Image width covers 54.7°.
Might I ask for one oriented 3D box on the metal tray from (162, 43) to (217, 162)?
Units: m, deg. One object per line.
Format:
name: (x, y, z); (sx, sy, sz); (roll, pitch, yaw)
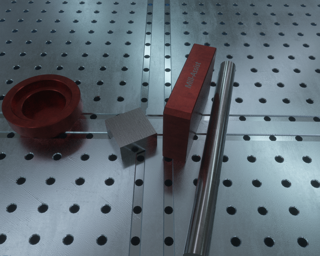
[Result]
metal tray: (0.038, -0.034, 0.394); (0.030, 0.089, 0.130); (15, 52, 12)

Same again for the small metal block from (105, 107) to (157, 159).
small metal block: (-0.037, 0.006, 0.402); (0.050, 0.025, 0.050); (-22, 54, -18)

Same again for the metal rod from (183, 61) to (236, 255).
metal rod: (0.071, 0.015, 0.395); (0.025, 0.025, 0.300); (11, 51, 9)

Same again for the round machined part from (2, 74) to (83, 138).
round machined part: (-0.153, -0.025, 0.415); (0.099, 0.042, 0.098); (0, 50, 0)
